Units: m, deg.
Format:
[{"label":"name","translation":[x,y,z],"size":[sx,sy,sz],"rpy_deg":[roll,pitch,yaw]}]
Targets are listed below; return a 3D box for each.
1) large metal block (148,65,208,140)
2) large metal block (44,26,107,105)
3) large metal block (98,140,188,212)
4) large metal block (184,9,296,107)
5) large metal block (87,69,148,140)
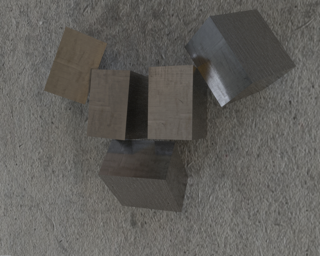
[{"label":"large metal block","translation":[0.024,-0.027,0.372],"size":[0.050,0.080,0.079],"rpy_deg":[1,90,20]},{"label":"large metal block","translation":[-0.111,-0.083,0.409],"size":[0.050,0.080,0.080],"rpy_deg":[19,98,-18]},{"label":"large metal block","translation":[-0.016,0.059,0.379],"size":[0.080,0.080,0.050],"rpy_deg":[1,51,20]},{"label":"large metal block","translation":[0.088,-0.079,0.343],"size":[0.080,0.081,0.050],"rpy_deg":[61,144,10]},{"label":"large metal block","translation":[-0.047,-0.028,0.397],"size":[0.050,0.080,0.079],"rpy_deg":[5,92,19]}]
